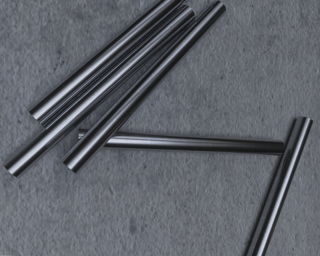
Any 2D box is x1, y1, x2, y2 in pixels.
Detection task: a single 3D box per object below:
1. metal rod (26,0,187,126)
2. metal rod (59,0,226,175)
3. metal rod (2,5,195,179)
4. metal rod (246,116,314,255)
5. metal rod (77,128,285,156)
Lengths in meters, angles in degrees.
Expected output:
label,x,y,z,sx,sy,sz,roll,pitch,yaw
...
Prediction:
label,x,y,z,sx,sy,sz,roll,pitch,yaw
metal rod,-0.041,-0.114,0.394,0.301,0.025,0.025,-45,104,-15
metal rod,-0.009,-0.064,0.390,0.025,0.025,0.301,46,69,-15
metal rod,-0.064,-0.055,0.385,0.301,0.025,0.025,-45,105,-15
metal rod,0.174,0.122,0.475,0.025,0.025,0.299,27,81,-19
metal rod,0.042,0.022,0.425,0.302,0.025,0.025,4,89,-21
